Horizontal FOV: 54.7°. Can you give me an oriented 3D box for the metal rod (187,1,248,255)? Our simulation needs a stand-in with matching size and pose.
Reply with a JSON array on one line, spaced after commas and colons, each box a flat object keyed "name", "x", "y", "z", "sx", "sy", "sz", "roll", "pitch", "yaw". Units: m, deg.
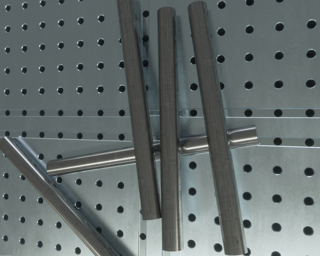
[{"name": "metal rod", "x": 0.065, "y": -0.010, "z": 0.365, "sx": 0.025, "sy": 0.025, "sz": 0.299, "roll": -11, "pitch": 77, "yaw": 19}]

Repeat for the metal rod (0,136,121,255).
[{"name": "metal rod", "x": -0.142, "y": 0.119, "z": 0.461, "sx": 0.300, "sy": 0.025, "sz": 0.025, "roll": 42, "pitch": 103, "yaw": 15}]

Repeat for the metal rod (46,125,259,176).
[{"name": "metal rod", "x": -0.023, "y": 0.035, "z": 0.419, "sx": 0.301, "sy": 0.025, "sz": 0.025, "roll": -11, "pitch": 87, "yaw": 19}]

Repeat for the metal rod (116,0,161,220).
[{"name": "metal rod", "x": -0.028, "y": -0.036, "z": 0.402, "sx": 0.025, "sy": 0.025, "sz": 0.298, "roll": -11, "pitch": 79, "yaw": 19}]

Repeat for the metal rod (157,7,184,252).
[{"name": "metal rod", "x": 0.012, "y": -0.006, "z": 0.384, "sx": 0.025, "sy": 0.025, "sz": 0.298, "roll": -5, "pitch": 80, "yaw": 19}]
